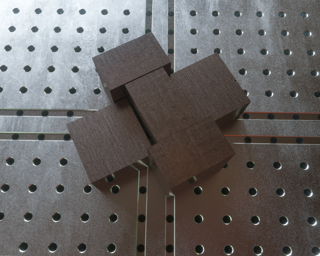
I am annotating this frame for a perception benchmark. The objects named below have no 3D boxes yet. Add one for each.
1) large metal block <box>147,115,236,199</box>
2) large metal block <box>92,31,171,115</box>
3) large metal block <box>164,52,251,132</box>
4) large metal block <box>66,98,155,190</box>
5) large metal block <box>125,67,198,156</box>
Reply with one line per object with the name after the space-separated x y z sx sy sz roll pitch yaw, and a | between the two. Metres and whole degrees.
0.033 0.038 0.369 0.080 0.080 0.050 -27 72 -10 | large metal block
-0.034 -0.067 0.406 0.080 0.080 0.050 -27 72 -9 | large metal block
0.058 -0.041 0.413 0.080 0.050 0.080 -27 74 -9 | large metal block
-0.060 0.021 0.392 0.080 0.050 0.080 -25 72 -9 | large metal block
0.001 -0.015 0.388 0.050 0.080 0.080 -27 72 -9 | large metal block
